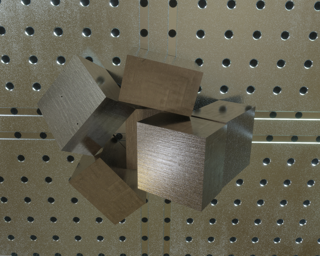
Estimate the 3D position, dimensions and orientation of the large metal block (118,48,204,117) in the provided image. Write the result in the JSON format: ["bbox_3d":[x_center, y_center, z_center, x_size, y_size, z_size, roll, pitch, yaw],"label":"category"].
[{"bbox_3d":[0.001,-0.057,0.363,0.080,0.080,0.050,12,110,-4],"label":"large metal block"}]

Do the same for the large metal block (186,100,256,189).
[{"bbox_3d":[0.074,0.016,0.382,0.050,0.081,0.079,14,114,35],"label":"large metal block"}]

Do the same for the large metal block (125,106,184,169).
[{"bbox_3d":[-0.001,0.007,0.402,0.080,0.050,0.079,1,110,-1],"label":"large metal block"}]

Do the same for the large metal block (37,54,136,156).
[{"bbox_3d":[-0.089,-0.026,0.367,0.080,0.080,0.050,-47,148,15],"label":"large metal block"}]

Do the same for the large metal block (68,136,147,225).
[{"bbox_3d":[-0.062,0.063,0.405,0.050,0.080,0.080,-38,106,12],"label":"large metal block"}]

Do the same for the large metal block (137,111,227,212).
[{"bbox_3d":[0.023,0.032,0.338,0.080,0.050,0.079,13,113,31],"label":"large metal block"}]
